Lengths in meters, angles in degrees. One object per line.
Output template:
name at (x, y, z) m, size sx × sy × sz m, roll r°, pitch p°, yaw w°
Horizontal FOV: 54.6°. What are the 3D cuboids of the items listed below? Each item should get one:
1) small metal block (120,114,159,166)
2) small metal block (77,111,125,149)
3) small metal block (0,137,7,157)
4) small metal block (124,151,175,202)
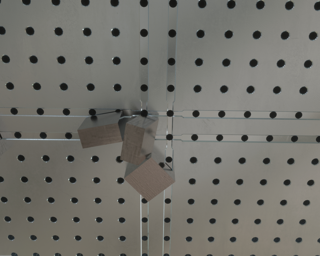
small metal block at (-0.026, 0.014, 0.402) m, size 0.025 × 0.050 × 0.050 m, roll 17°, pitch 110°, yaw 14°
small metal block at (-0.073, 0.001, 0.400) m, size 0.050 × 0.050 × 0.025 m, roll -10°, pitch 110°, yaw 3°
small metal block at (-0.247, 0.020, 0.419) m, size 0.050 × 0.025 × 0.050 m, roll -13°, pitch 110°, yaw 5°
small metal block at (-0.014, 0.067, 0.438) m, size 0.050 × 0.025 × 0.050 m, roll -39°, pitch 106°, yaw 13°
